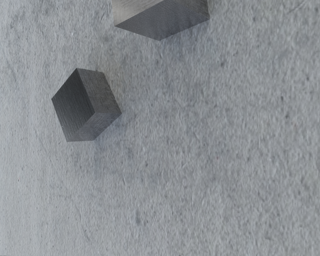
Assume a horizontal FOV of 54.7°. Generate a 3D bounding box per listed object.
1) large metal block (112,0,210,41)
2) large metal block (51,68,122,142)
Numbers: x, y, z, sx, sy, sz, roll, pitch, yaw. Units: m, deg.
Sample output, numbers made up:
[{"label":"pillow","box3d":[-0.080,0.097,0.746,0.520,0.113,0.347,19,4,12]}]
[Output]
[{"label":"large metal block","box3d":[0.000,-0.149,0.367,0.080,0.081,0.050,-11,83,39]},{"label":"large metal block","box3d":[-0.116,-0.034,0.482,0.080,0.050,0.080,-39,66,32]}]
